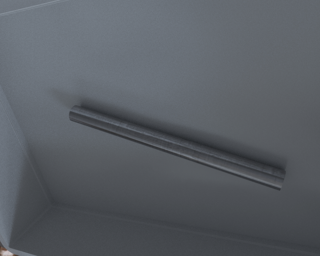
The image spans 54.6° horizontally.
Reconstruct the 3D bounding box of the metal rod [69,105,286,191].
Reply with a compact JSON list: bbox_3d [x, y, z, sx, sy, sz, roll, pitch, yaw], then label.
[{"bbox_3d":[0.009,0.020,0.415,0.301,0.025,0.025,17,125,18],"label":"metal rod"}]
